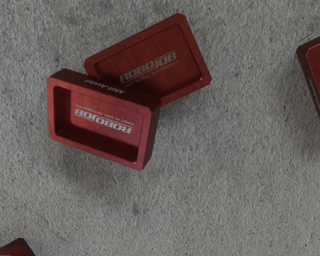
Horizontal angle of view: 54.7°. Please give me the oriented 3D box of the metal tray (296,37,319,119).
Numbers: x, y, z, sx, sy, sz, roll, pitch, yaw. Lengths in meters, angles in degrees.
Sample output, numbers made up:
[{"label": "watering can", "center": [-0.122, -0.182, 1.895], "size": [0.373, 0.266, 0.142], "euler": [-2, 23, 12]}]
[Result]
[{"label": "metal tray", "center": [0.238, -0.060, 0.387], "size": [0.090, 0.030, 0.130], "euler": [-26, 108, 9]}]

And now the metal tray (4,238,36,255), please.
[{"label": "metal tray", "center": [-0.248, 0.239, 0.466], "size": [0.131, 0.030, 0.090], "euler": [-28, 109, -15]}]

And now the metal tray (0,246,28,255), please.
[{"label": "metal tray", "center": [-0.243, 0.224, 0.465], "size": [0.130, 0.030, 0.090], "euler": [-13, 113, 22]}]

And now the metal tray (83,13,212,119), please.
[{"label": "metal tray", "center": [-0.014, -0.071, 0.380], "size": [0.130, 0.030, 0.090], "euler": [-24, 109, 8]}]

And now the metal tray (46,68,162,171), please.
[{"label": "metal tray", "center": [-0.070, -0.010, 0.372], "size": [0.130, 0.030, 0.089], "euler": [18, 124, 11]}]
